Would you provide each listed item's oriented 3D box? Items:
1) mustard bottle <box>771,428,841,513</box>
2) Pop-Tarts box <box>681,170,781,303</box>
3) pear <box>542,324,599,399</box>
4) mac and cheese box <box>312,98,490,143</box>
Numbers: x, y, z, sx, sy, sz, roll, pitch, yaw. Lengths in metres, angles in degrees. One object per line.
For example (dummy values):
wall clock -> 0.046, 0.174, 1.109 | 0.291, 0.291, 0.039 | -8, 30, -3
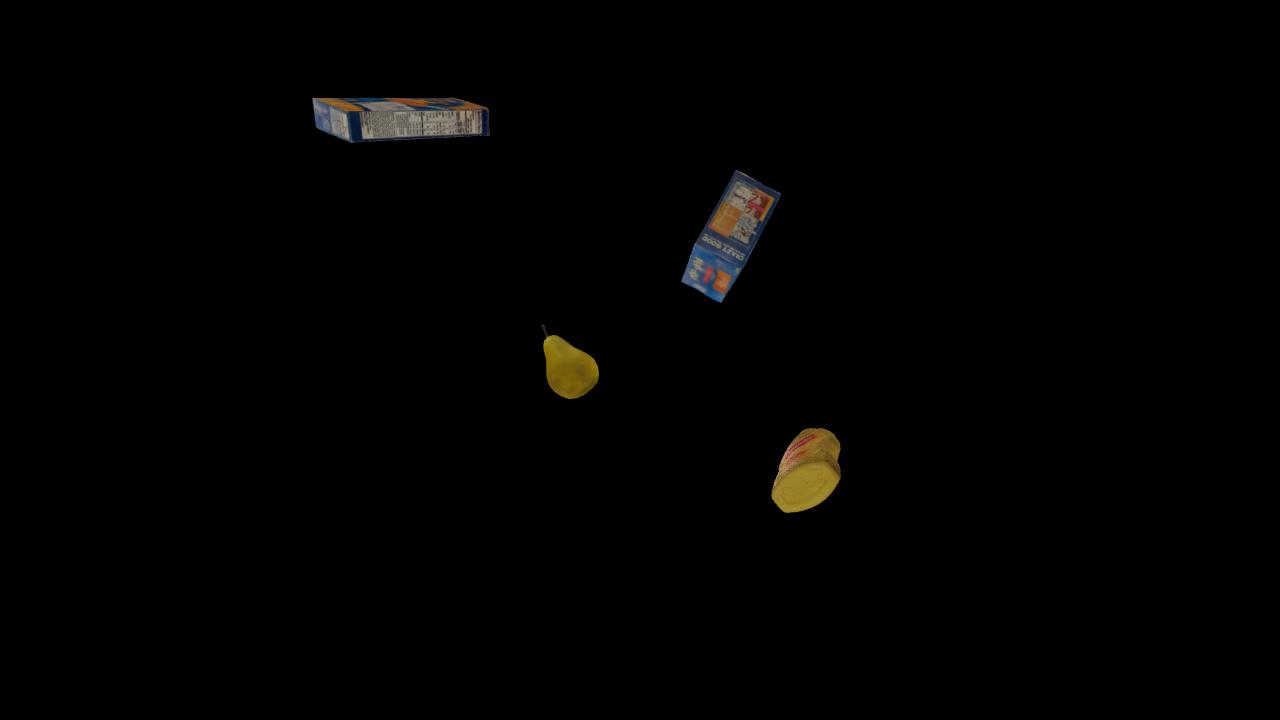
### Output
mustard bottle -> 0.230, 0.136, 0.835 | 0.092, 0.054, 0.184 | -46, -4, 23
Pop-Tarts box -> 0.142, -0.192, 0.988 | 0.083, 0.141, 0.167 | 28, -13, 3
pear -> -0.111, 0.001, 0.880 | 0.080, 0.111, 0.080 | -35, -14, -10
mac and cheese box -> -0.292, -0.301, 0.765 | 0.093, 0.041, 0.184 | 27, 35, 35
